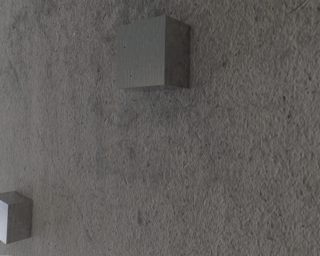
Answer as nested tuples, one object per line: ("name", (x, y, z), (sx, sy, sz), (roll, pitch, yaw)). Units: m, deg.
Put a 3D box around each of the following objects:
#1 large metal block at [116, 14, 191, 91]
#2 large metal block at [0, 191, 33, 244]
("large metal block", (-0.009, -0.090, 0.396), (0.080, 0.050, 0.079), (2, 91, 40))
("large metal block", (-0.312, 0.184, 0.647), (0.080, 0.050, 0.079), (8, 95, 39))
